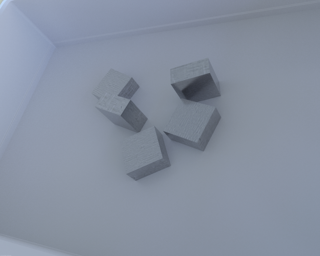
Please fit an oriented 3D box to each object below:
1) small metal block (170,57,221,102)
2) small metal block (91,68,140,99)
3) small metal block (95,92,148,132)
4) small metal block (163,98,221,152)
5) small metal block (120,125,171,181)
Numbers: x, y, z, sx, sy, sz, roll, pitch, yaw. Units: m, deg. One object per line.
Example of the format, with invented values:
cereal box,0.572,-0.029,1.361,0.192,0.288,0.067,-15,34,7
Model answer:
small metal block,0.046,-0.059,0.400,0.050,0.050,0.025,-14,56,20
small metal block,-0.068,-0.059,0.476,0.050,0.025,0.050,28,77,37
small metal block,-0.053,-0.021,0.429,0.050,0.050,0.025,19,72,35
small metal block,0.040,-0.005,0.387,0.050,0.025,0.050,19,71,35
small metal block,-0.019,0.032,0.395,0.050,0.025,0.050,-25,53,12
